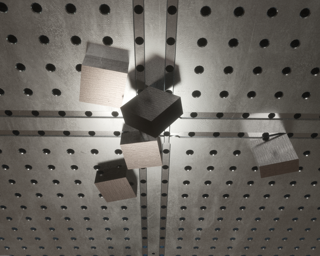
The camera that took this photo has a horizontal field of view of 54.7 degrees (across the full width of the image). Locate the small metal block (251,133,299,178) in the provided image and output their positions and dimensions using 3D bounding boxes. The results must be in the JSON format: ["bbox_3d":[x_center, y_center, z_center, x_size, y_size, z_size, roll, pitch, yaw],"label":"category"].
[{"bbox_3d":[0.158,0.038,0.430,0.050,0.050,0.025,-13,129,10],"label":"small metal block"}]

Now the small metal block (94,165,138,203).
[{"bbox_3d":[-0.068,0.088,0.486,0.050,0.025,0.050,-12,129,10],"label":"small metal block"}]

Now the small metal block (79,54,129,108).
[{"bbox_3d":[-0.066,-0.054,0.365,0.050,0.025,0.050,9,130,-9],"label":"small metal block"}]

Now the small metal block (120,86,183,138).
[{"bbox_3d":[-0.009,-0.020,0.364,0.050,0.050,0.025,24,142,36],"label":"small metal block"}]

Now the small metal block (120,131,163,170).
[{"bbox_3d":[-0.025,0.030,0.437,0.050,0.025,0.050,-7,130,5],"label":"small metal block"}]
